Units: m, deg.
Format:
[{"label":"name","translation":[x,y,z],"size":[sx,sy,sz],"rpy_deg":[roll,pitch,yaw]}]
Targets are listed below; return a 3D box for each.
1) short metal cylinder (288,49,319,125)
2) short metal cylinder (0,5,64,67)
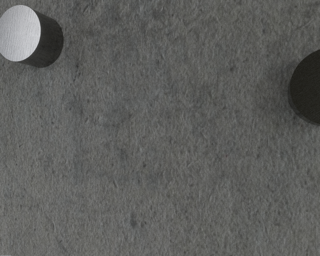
[{"label":"short metal cylinder","translation":[0.181,-0.042,0.332],"size":[0.080,0.050,0.079],"rpy_deg":[0,90,19]},{"label":"short metal cylinder","translation":[-0.193,-0.134,0.462],"size":[0.080,0.050,0.079],"rpy_deg":[0,90,19]}]
